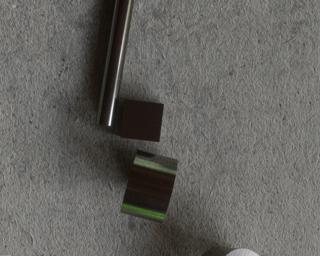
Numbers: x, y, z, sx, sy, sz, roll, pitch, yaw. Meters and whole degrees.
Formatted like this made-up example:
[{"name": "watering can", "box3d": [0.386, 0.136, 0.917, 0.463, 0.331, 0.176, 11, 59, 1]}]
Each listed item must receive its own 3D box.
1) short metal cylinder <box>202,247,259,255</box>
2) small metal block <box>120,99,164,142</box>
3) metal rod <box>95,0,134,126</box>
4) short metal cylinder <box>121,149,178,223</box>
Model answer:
[{"name": "short metal cylinder", "box3d": [0.089, 0.191, 0.382, 0.081, 0.050, 0.080, 9, 69, -23]}, {"name": "small metal block", "box3d": [-0.023, -0.009, 0.410, 0.050, 0.025, 0.050, 7, 90, -1]}, {"name": "metal rod", "box3d": [-0.049, -0.151, 0.409, 0.025, 0.025, 0.298, 9, 90, -1]}, {"name": "short metal cylinder", "box3d": [-0.013, 0.071, 0.382, 0.050, 0.080, 0.080, 15, 90, 0]}]
